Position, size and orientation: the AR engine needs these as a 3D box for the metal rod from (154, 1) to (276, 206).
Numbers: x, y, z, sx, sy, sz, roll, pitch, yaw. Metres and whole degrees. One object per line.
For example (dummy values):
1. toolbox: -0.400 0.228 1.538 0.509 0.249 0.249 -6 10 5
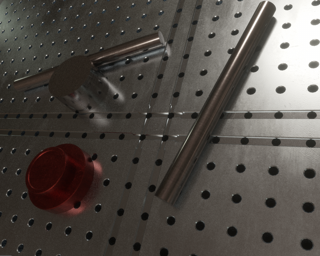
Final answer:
1. metal rod: 0.077 -0.042 0.392 0.025 0.025 0.300 19 71 35

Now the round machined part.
1. round machined part: -0.146 0.065 0.432 0.098 0.042 0.098 -13 56 20

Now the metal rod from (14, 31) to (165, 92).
1. metal rod: -0.135 -0.112 0.544 0.301 0.025 0.025 -13 57 20

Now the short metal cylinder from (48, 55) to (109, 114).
1. short metal cylinder: -0.131 -0.070 0.502 0.080 0.050 0.080 -13 56 20
